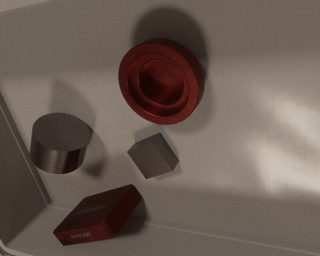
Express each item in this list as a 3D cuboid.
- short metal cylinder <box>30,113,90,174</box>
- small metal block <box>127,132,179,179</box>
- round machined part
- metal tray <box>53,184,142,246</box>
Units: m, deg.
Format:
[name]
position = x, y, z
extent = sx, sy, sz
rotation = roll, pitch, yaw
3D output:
[short metal cylinder]
position = -0.150, 0.022, 0.463
extent = 0.080, 0.080, 0.050
rotation = 31, 128, 8
[small metal block]
position = -0.010, 0.040, 0.437
extent = 0.050, 0.025, 0.050
rotation = -24, 106, 36
[round machined part]
position = 0.005, -0.056, 0.359
extent = 0.098, 0.042, 0.097
rotation = 13, 124, 20
[metal tray]
position = -0.103, 0.143, 0.506
extent = 0.130, 0.090, 0.030
rotation = -22, 107, 36
